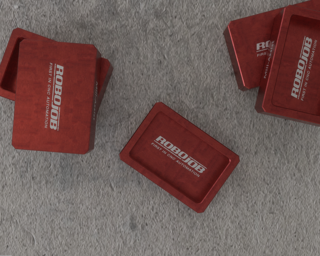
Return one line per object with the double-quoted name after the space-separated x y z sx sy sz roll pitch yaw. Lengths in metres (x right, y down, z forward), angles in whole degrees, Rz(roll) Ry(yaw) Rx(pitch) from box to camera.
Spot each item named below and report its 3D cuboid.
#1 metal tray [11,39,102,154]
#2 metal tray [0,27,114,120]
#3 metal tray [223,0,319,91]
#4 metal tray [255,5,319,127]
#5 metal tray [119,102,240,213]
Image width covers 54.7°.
-0.124 -0.037 0.376 0.091 0.030 0.129 5 90 0 "metal tray"
-0.138 -0.065 0.406 0.131 0.030 0.090 20 90 0 "metal tray"
0.160 -0.108 0.408 0.131 0.030 0.090 -15 90 0 "metal tray"
0.177 -0.073 0.378 0.091 0.030 0.129 13 90 0 "metal tray"
0.025 0.037 0.407 0.130 0.030 0.090 35 90 0 "metal tray"
